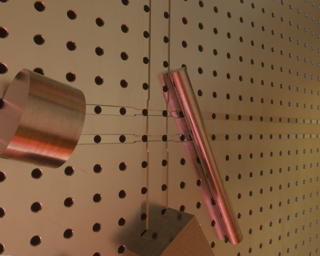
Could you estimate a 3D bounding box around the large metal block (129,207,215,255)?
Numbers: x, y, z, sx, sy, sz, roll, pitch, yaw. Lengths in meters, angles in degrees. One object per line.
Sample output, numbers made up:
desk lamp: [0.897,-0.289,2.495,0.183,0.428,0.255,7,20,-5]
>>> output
large metal block: [0.019,0.168,0.411,0.080,0.050,0.080,-40,115,-33]

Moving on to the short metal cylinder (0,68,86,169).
short metal cylinder: [-0.111,-0.007,0.281,0.050,0.080,0.080,21,77,-39]

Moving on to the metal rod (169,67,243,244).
metal rod: [0.075,0.053,0.474,0.025,0.025,0.298,-34,111,-35]
